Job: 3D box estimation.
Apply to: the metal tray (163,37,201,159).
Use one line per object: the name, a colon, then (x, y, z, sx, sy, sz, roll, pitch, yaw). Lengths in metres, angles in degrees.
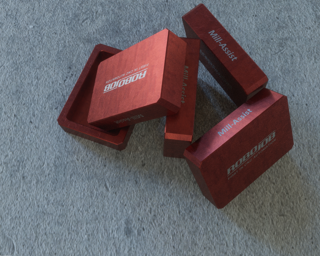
metal tray: (0.026, -0.035, 0.388, 0.030, 0.090, 0.130, 6, 71, 2)

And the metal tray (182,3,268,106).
metal tray: (0.083, -0.088, 0.406, 0.030, 0.090, 0.130, -36, 74, 3)

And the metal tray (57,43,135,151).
metal tray: (-0.068, -0.044, 0.422, 0.090, 0.030, 0.130, 19, 71, 6)

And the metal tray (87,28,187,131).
metal tray: (-0.031, -0.052, 0.368, 0.130, 0.030, 0.090, -13, 63, 43)

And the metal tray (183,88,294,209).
metal tray: (0.098, 0.025, 0.367, 0.131, 0.090, 0.030, -37, 39, -12)
